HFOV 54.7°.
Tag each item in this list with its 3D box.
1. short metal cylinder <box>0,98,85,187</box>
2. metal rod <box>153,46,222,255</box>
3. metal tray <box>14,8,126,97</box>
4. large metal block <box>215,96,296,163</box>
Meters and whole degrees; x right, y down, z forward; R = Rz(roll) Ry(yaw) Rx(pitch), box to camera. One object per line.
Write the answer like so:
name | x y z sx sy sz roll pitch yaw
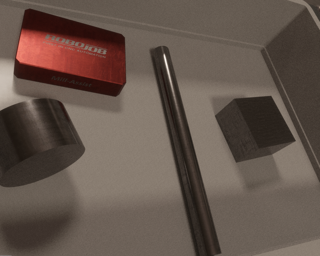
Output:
short metal cylinder | -0.120 0.015 0.297 0.081 0.080 0.050 -19 72 -36
metal rod | 0.030 0.013 0.415 0.025 0.025 0.299 3 61 -27
metal tray | -0.111 -0.096 0.402 0.131 0.030 0.090 9 58 -24
large metal block | 0.143 0.000 0.469 0.081 0.050 0.080 -7 65 -32
